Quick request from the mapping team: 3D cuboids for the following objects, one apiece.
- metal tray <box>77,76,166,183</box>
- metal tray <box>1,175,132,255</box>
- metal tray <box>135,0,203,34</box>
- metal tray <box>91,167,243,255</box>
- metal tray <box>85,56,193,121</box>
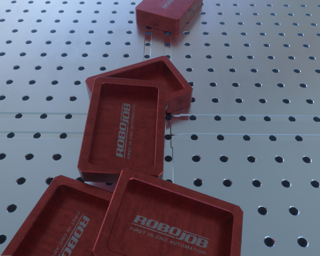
[{"bbox_3d":[-0.040,0.000,0.370,0.091,0.030,0.130,4,58,-3],"label":"metal tray"},{"bbox_3d":[-0.094,0.118,0.304,0.090,0.030,0.130,16,52,13],"label":"metal tray"},{"bbox_3d":[0.021,-0.240,0.606,0.090,0.030,0.130,21,53,16],"label":"metal tray"},{"bbox_3d":[0.011,0.101,0.296,0.131,0.030,0.090,20,51,-5],"label":"metal tray"},{"bbox_3d":[-0.030,-0.052,0.447,0.131,0.030,0.090,-20,53,-17],"label":"metal tray"}]
